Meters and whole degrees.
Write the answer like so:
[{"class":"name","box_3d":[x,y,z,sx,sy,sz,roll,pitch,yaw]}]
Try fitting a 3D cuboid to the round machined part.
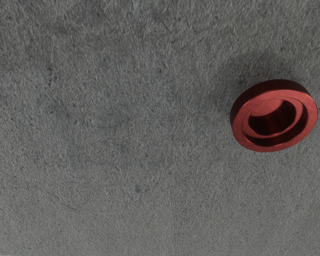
[{"class":"round machined part","box_3d":[0.135,-0.019,0.381,0.099,0.042,0.097,0,130,0]}]
